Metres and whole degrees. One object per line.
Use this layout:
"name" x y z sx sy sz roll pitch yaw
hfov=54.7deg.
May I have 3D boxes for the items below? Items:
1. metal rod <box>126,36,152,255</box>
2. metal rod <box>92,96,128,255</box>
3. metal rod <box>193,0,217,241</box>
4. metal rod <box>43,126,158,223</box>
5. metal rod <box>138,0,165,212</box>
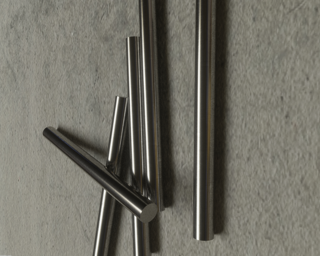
"metal rod" -0.030 0.025 0.427 0.025 0.025 0.298 -4 88 39
"metal rod" -0.076 0.101 0.464 0.025 0.025 0.298 16 100 38
"metal rod" 0.052 -0.022 0.360 0.025 0.025 0.298 1 91 39
"metal rod" -0.108 0.053 0.463 0.300 0.025 0.025 25 106 45
"metal rod" -0.012 -0.041 0.412 0.025 0.025 0.298 -4 88 39
